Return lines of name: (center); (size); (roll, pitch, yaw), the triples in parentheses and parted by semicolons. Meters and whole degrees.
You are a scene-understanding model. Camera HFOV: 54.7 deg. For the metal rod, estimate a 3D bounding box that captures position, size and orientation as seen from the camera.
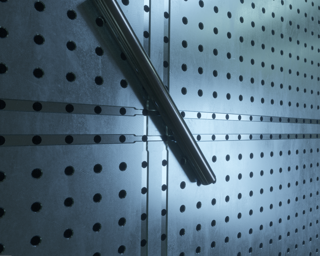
metal rod: (0.003, -0.038, 0.413); (0.025, 0.025, 0.299); (-46, 118, -30)
